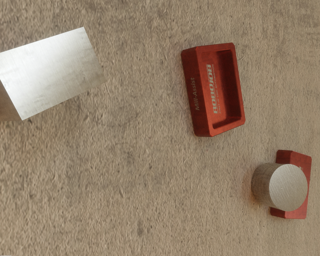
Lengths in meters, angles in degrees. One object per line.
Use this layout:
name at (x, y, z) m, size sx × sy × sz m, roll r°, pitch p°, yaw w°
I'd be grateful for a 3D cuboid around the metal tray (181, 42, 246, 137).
metal tray at (0.084, -0.059, 0.471) m, size 0.091 × 0.030 × 0.129 m, roll -18°, pitch 102°, yaw -39°

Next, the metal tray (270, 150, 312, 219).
metal tray at (0.266, 0.115, 0.625) m, size 0.091 × 0.030 × 0.129 m, roll 15°, pitch 80°, yaw -39°

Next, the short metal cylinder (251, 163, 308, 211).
short metal cylinder at (0.211, 0.103, 0.549) m, size 0.081 × 0.050 × 0.080 m, roll 1°, pitch 86°, yaw -19°

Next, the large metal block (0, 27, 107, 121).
large metal block at (-0.110, -0.046, 0.277) m, size 0.081 × 0.080 × 0.050 m, roll -33°, pitch 111°, yaw -35°
